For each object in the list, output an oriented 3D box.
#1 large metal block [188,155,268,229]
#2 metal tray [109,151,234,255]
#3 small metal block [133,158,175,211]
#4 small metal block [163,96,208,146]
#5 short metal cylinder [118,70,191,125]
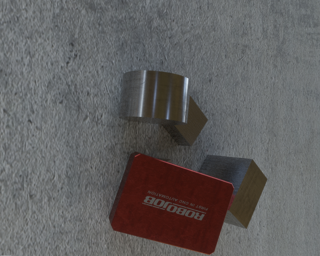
[{"bbox_3d":[0.095,0.088,0.449,0.050,0.080,0.080,48,62,-30],"label":"large metal block"},{"bbox_3d":[0.015,0.090,0.374,0.131,0.030,0.090,20,85,-14],"label":"metal tray"},{"bbox_3d":[-0.007,0.071,0.399,0.050,0.025,0.050,-20,103,-38],"label":"small metal block"},{"bbox_3d":[0.034,-0.010,0.433,0.050,0.025,0.050,50,61,-29],"label":"small metal block"},{"bbox_3d":[-0.006,-0.033,0.364,0.081,0.080,0.050,8,85,-40],"label":"short metal cylinder"}]
